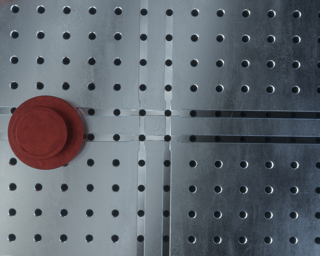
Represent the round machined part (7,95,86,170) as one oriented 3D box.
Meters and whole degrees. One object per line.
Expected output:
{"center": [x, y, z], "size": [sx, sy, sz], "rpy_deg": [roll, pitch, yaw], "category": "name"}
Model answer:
{"center": [-0.150, 0.006, 0.403], "size": [0.099, 0.042, 0.097], "rpy_deg": [0, 90, -1], "category": "round machined part"}
